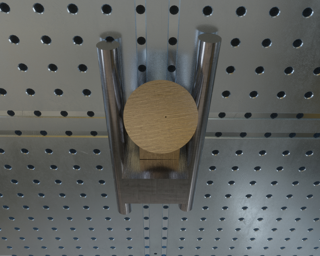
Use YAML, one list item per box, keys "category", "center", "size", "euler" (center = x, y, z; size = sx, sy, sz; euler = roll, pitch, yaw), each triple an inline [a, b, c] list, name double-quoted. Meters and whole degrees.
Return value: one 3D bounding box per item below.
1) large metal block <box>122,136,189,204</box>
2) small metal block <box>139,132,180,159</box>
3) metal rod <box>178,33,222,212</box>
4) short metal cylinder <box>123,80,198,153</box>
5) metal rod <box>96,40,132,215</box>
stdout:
- category: "large metal block"
  center: [-0.006, 0.054, 0.418]
  size: [0.081, 0.080, 0.050]
  euler: [1, 130, -1]
- category: "small metal block"
  center: [-0.001, 0.014, 0.407]
  size: [0.050, 0.050, 0.025]
  euler: [1, 130, -2]
- category: "metal rod"
  center: [0.048, 0.017, 0.427]
  size: [0.025, 0.025, 0.298]
  euler: [1, 130, -1]
- category: "short metal cylinder"
  center: [0.001, -0.011, 0.358]
  size: [0.081, 0.050, 0.080]
  euler: [0, 86, -1]
- category: "metal rod"
  center: [-0.058, 0.024, 0.431]
  size: [0.025, 0.025, 0.298]
  euler: [0, 130, -1]
